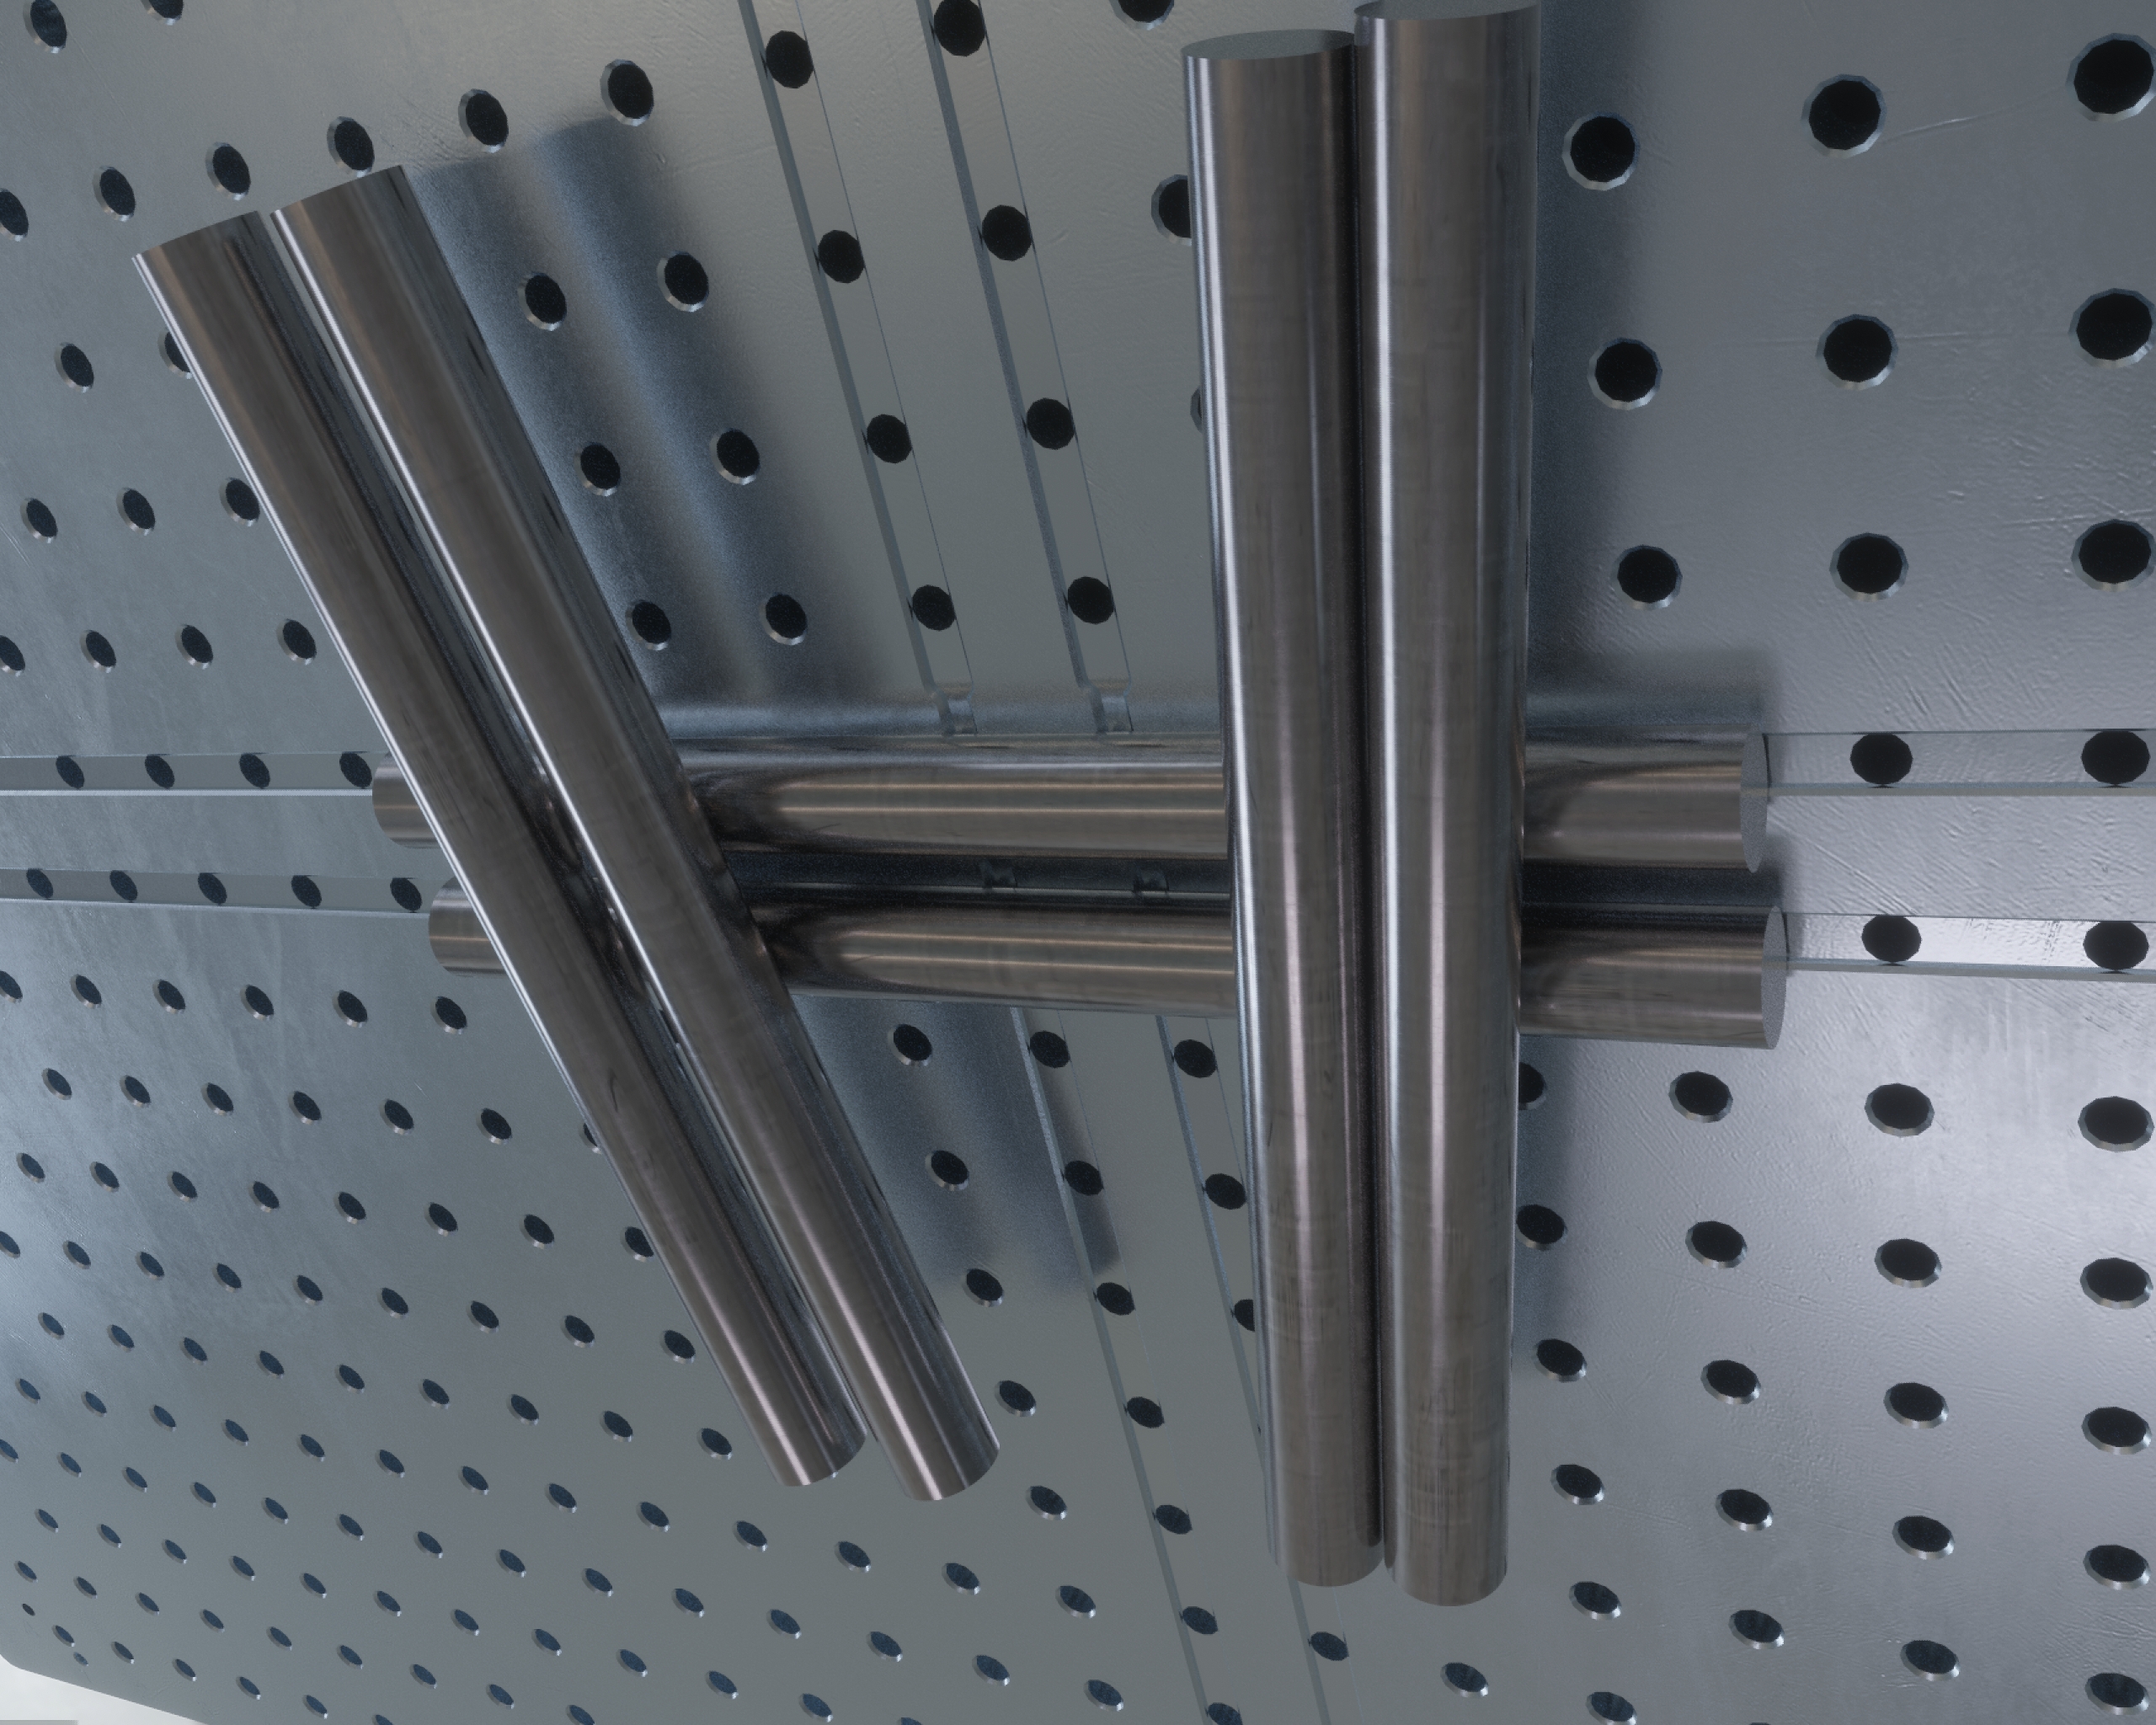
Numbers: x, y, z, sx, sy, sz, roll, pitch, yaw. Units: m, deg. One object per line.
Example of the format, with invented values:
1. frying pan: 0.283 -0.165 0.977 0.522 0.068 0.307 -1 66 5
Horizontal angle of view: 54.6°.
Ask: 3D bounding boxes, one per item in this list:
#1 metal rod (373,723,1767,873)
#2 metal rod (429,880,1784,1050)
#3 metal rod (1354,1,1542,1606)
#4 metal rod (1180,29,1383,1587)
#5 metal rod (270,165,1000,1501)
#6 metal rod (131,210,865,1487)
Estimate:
1. metal rod: -0.021 -0.013 0.415 0.300 0.025 0.025 1 119 27
2. metal rod: -0.013 0.017 0.430 0.300 0.025 0.025 1 119 27
3. metal rod: 0.063 0.013 0.355 0.025 0.025 0.298 9 122 24
4. metal rod: 0.040 0.014 0.368 0.025 0.025 0.298 9 122 24
5. metal rod: -0.082 0.009 0.429 0.025 0.025 0.299 -8 115 32
6. metal rod: -0.115 0.011 0.448 0.025 0.025 0.299 -8 114 32
